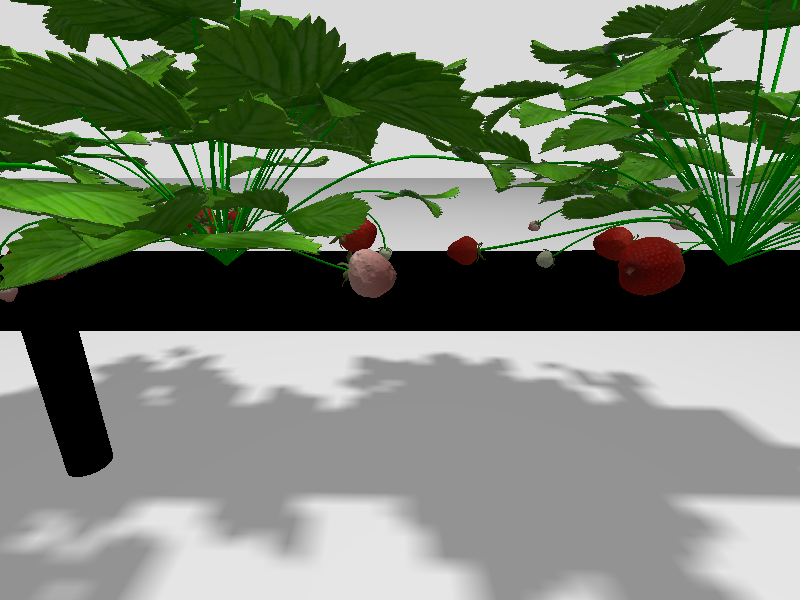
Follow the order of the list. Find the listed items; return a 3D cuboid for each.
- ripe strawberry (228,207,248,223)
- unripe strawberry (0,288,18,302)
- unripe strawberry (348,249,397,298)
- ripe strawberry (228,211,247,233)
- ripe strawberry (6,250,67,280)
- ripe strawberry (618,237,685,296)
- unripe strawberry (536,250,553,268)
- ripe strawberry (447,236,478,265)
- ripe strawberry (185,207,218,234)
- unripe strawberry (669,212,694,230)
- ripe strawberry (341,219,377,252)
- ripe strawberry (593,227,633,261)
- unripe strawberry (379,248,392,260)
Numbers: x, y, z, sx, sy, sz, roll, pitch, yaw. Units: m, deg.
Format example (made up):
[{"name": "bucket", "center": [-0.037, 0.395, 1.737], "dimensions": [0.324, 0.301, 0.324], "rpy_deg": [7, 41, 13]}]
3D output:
[{"name": "ripe strawberry", "center": [-0.238, -0.124, 0.585], "dimensions": [0.033, 0.035, 0.036], "rpy_deg": [-6, 1, -18]}, {"name": "unripe strawberry", "center": [-0.252, -0.004, 0.257], "dimensions": [0.013, 0.011, 0.011], "rpy_deg": [16, 25, 40]}, {"name": "unripe strawberry", "center": [-0.018, -0.017, 0.263], "dimensions": [0.032, 0.033, 0.029], "rpy_deg": [13, 23, 33]}, {"name": "ripe strawberry", "center": [-0.211, -0.100, 0.514], "dimensions": [0.026, 0.030, 0.028], "rpy_deg": [-6, 19, -17]}, {"name": "ripe strawberry", "center": [-0.280, -0.035, 0.311], "dimensions": [0.041, 0.040, 0.038], "rpy_deg": [-7, 20, -18]}, {"name": "ripe strawberry", "center": [0.168, -0.022, 0.273], "dimensions": [0.042, 0.041, 0.039], "rpy_deg": [-13, 22, -31]}, {"name": "unripe strawberry", "center": [0.125, -0.035, 0.346], "dimensions": [0.014, 0.015, 0.013], "rpy_deg": [-14, 19, 1]}, {"name": "ripe strawberry", "center": [0.056, -0.044, 0.358], "dimensions": [0.027, 0.026, 0.025], "rpy_deg": [0, 19, 1]}, {"name": "ripe strawberry", "center": [-0.237, -0.093, 0.475], "dimensions": [0.037, 0.042, 0.040], "rpy_deg": [-11, 21, -30]}, {"name": "unripe strawberry", "center": [0.376, -0.104, 0.535], "dimensions": [0.028, 0.025, 0.026], "rpy_deg": [8, -16, 22]}, {"name": "ripe strawberry", "center": [-0.043, -0.070, 0.419], "dimensions": [0.040, 0.040, 0.037], "rpy_deg": [-10, 21, -30]}, {"name": "ripe strawberry", "center": [0.200, -0.053, 0.378], "dimensions": [0.033, 0.032, 0.031], "rpy_deg": [4, 19, 14]}, {"name": "unripe strawberry", "center": [-0.012, -0.038, 0.335], "dimensions": [0.011, 0.011, 0.011], "rpy_deg": [3, 19, 8]}]
